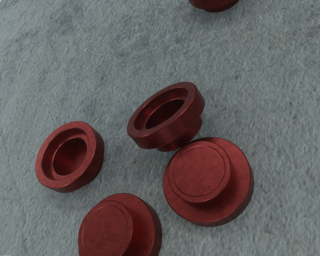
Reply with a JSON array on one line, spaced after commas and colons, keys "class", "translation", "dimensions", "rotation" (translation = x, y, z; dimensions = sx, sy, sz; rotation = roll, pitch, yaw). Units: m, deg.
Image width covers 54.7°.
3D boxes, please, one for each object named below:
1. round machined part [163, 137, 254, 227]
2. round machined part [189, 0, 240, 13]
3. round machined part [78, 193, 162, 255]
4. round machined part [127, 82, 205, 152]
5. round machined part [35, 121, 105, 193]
[{"class": "round machined part", "translation": [0.048, 0.053, 0.335], "dimensions": [0.098, 0.042, 0.098], "rotation": [-13, 56, 20]}, {"class": "round machined part", "translation": [0.090, -0.219, 0.479], "dimensions": [0.098, 0.042, 0.098], "rotation": [-13, 56, 20]}, {"class": "round machined part", "translation": [-0.051, 0.120, 0.345], "dimensions": [0.098, 0.042, 0.098], "rotation": [-13, 56, 20]}, {"class": "round machined part", "translation": [0.012, -0.009, 0.376], "dimensions": [0.098, 0.042, 0.098], "rotation": [-29, 27, 17]}, {"class": "round machined part", "translation": [-0.118, 0.043, 0.427], "dimensions": [0.098, 0.042, 0.098], "rotation": [-13, 56, 20]}]
